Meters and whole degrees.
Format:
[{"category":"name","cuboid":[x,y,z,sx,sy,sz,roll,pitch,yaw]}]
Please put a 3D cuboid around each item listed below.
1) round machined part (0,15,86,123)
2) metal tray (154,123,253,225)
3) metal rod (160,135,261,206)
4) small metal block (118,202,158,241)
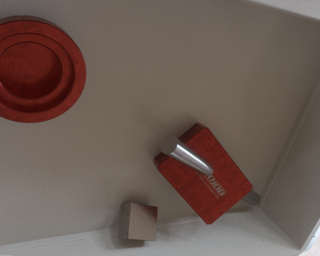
[{"category":"round machined part","cuboid":[-0.124,-0.057,0.295,0.099,0.042,0.097,-14,125,-21]},{"category":"metal tray","cuboid":[0.065,0.069,0.457,0.090,0.030,0.130,-40,109,-1]},{"category":"metal rod","cuboid":[0.096,0.079,0.487,0.025,0.025,0.301,-49,137,6]},{"category":"small metal block","cuboid":[-0.032,0.141,0.462,0.050,0.050,0.025,20,152,-36]}]
